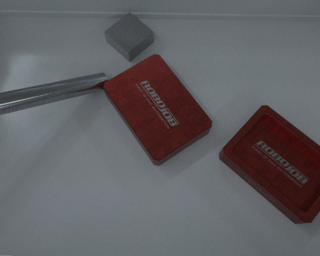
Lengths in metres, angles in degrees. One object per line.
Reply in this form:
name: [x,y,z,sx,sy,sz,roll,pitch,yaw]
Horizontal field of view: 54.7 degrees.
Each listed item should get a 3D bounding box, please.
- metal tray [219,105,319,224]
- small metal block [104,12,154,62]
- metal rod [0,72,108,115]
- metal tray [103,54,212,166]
metal tray: [0.153,0.044,0.392,0.130,0.030,0.090,42,75,13]
small metal block: [-0.045,-0.135,0.458,0.050,0.025,0.050,43,75,13]
metal rod: [-0.195,-0.024,0.347,0.302,0.025,0.025,-20,69,-36]
metal tray: [-0.004,-0.027,0.417,0.090,0.030,0.130,-33,74,-12]
